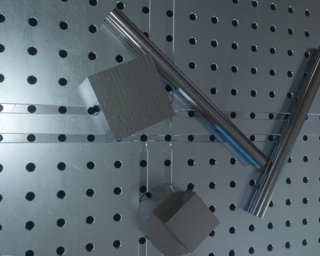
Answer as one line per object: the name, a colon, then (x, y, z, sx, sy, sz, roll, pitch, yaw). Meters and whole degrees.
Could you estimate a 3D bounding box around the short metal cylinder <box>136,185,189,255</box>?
short metal cylinder: (0.015, 0.118, 0.405, 0.081, 0.050, 0.079, 0, 90, -20)

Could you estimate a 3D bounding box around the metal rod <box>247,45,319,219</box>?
metal rod: (0.209, 0.000, 0.489, 0.025, 0.025, 0.299, 30, 80, -18)

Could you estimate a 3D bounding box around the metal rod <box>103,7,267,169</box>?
metal rod: (0.045, -0.046, 0.428, 0.300, 0.025, 0.025, 42, 77, -15)

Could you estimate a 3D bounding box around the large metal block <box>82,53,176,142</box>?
large metal block: (-0.039, -0.037, 0.385, 0.081, 0.050, 0.080, -25, 99, -18)

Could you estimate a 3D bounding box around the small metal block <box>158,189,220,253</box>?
small metal block: (0.035, 0.111, 0.373, 0.050, 0.025, 0.050, -42, 104, -15)
